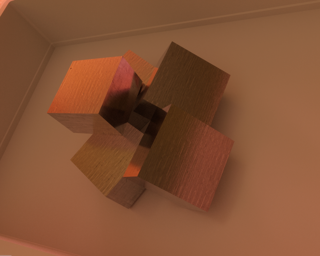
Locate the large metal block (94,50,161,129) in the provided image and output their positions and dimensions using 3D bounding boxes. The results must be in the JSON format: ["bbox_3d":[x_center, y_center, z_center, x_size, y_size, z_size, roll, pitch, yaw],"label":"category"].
[{"bbox_3d":[-0.039,-0.053,0.440,0.080,0.050,0.080,-45,51,-4],"label":"large metal block"}]

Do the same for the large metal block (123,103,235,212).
[{"bbox_3d":[0.020,0.033,0.328,0.080,0.080,0.050,-65,16,-18],"label":"large metal block"}]

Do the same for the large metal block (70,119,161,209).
[{"bbox_3d":[-0.049,0.038,0.385,0.080,0.050,0.080,34,80,38],"label":"large metal block"}]

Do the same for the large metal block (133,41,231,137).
[{"bbox_3d":[0.026,-0.042,0.371,0.080,0.050,0.080,28,71,-10],"label":"large metal block"}]

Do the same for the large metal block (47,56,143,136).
[{"bbox_3d":[-0.079,-0.039,0.385,0.080,0.050,0.080,2,61,30],"label":"large metal block"}]
